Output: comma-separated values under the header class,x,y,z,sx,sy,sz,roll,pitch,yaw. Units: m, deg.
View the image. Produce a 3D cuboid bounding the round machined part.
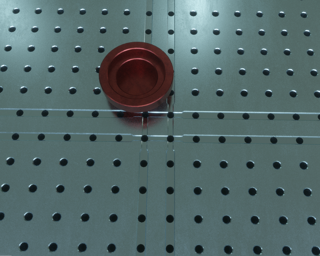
class,x,y,z,sx,sy,sz,roll,pitch,yaw
round machined part,-0.031,-0.066,0.427,0.099,0.042,0.098,0,70,0
